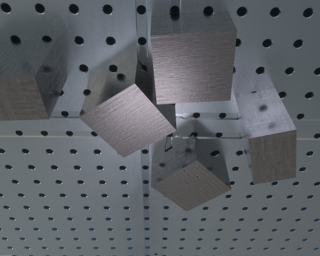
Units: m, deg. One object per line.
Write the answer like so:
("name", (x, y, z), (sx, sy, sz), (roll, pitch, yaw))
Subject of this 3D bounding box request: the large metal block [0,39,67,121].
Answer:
("large metal block", (-0.154, -0.052, 0.330), (0.080, 0.080, 0.050), (-2, 130, 1))

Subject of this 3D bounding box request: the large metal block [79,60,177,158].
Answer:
("large metal block", (-0.036, -0.020, 0.377), (0.080, 0.050, 0.080), (-28, 125, 21))

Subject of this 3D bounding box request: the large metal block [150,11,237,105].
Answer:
("large metal block", (0.034, -0.074, 0.332), (0.080, 0.050, 0.080), (-3, 130, 2))

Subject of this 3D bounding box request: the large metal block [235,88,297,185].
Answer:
("large metal block", (0.130, 0.010, 0.385), (0.050, 0.080, 0.080), (-12, 129, 10))

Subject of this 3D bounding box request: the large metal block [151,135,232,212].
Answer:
("large metal block", (0.044, 0.068, 0.453), (0.080, 0.050, 0.080), (-34, 123, 25))
